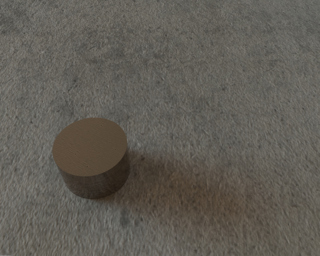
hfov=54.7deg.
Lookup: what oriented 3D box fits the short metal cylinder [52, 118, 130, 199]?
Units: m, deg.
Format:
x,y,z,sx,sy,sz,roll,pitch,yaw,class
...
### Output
x,y,z,sx,sy,sz,roll,pitch,yaw,class
-0.076,0.034,0.357,0.081,0.050,0.080,0,50,0,short metal cylinder
